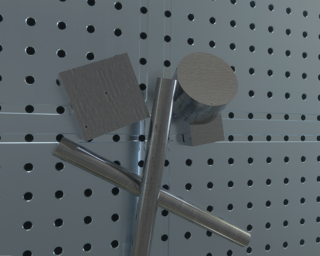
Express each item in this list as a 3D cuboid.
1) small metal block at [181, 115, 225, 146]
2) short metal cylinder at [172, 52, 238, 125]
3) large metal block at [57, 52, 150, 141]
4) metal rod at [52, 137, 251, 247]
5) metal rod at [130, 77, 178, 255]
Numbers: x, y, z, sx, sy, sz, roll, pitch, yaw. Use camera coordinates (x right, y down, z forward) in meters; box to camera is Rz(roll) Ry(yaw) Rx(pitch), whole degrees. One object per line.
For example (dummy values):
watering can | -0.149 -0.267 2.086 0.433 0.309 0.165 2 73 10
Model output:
small metal block | 0.060 -0.004 0.436 0.050 0.025 0.050 -9 93 -20
short metal cylinder | 0.053 -0.051 0.404 0.081 0.050 0.080 7 62 -13
large metal block | -0.069 -0.037 0.375 0.081 0.050 0.080 -22 98 -19
metal rod | 0.002 0.093 0.414 0.301 0.025 0.025 30 80 -18
metal rod | -0.014 0.088 0.381 0.025 0.025 0.298 6 98 -20
